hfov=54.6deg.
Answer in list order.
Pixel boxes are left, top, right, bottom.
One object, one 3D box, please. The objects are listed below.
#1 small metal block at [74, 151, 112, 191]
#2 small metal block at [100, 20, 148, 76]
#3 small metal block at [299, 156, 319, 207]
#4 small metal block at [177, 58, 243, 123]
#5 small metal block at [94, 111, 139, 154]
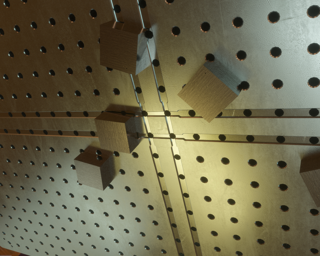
[{"bbox_3d":[-0.111,0.071,0.515,0.050,0.025,0.050,12,124,21],"label":"small metal block"},{"bbox_3d":[-0.044,-0.097,0.375,0.050,0.025,0.050,19,126,17],"label":"small metal block"},{"bbox_3d":[0.192,0.057,0.345,0.050,0.025,0.050,-22,107,36],"label":"small metal block"},{"bbox_3d":[0.057,-0.042,0.355,0.050,0.025,0.050,42,129,-1],"label":"small metal block"},{"bbox_3d":[-0.062,0.006,0.449,0.050,0.025,0.050,7,122,24],"label":"small metal block"}]
